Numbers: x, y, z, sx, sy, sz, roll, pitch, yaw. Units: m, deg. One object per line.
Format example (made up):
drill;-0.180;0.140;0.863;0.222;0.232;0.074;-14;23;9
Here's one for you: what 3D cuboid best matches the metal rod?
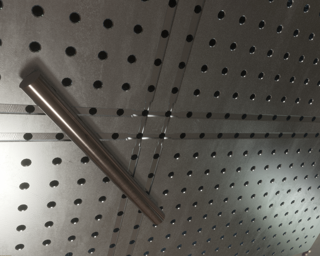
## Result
metal rod;-0.067;0.048;0.405;0.025;0.025;0.299;-37;130;-4
